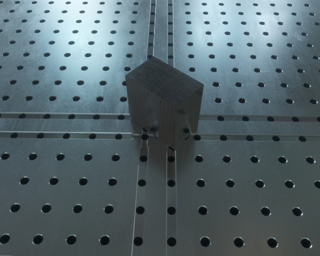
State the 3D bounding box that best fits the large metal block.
[{"bbox_3d":[0.005,-0.032,0.399,0.080,0.080,0.050,34,58,25],"label":"large metal block"}]
